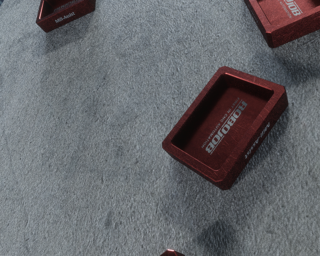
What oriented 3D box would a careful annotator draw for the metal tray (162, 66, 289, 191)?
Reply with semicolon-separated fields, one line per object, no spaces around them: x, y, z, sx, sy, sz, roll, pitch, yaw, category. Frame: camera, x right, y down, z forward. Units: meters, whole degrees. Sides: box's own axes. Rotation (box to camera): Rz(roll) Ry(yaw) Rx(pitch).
0.075;-0.005;0.363;0.090;0.030;0.130;31;78;37;metal tray

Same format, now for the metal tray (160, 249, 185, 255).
-0.011;0.191;0.289;0.130;0.030;0.090;-39;51;1;metal tray

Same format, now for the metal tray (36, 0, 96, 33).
-0.202;-0.268;0.671;0.130;0.030;0.090;-17;55;18;metal tray

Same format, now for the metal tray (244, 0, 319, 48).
0.169;-0.177;0.419;0.090;0.030;0.130;-21;54;15;metal tray
